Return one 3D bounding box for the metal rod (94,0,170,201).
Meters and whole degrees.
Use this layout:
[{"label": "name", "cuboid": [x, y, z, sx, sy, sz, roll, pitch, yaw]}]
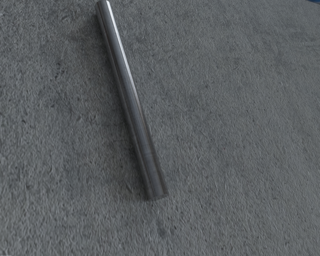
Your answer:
[{"label": "metal rod", "cuboid": [-0.044, -0.052, 0.411, 0.025, 0.025, 0.299, -4, 64, -30]}]
